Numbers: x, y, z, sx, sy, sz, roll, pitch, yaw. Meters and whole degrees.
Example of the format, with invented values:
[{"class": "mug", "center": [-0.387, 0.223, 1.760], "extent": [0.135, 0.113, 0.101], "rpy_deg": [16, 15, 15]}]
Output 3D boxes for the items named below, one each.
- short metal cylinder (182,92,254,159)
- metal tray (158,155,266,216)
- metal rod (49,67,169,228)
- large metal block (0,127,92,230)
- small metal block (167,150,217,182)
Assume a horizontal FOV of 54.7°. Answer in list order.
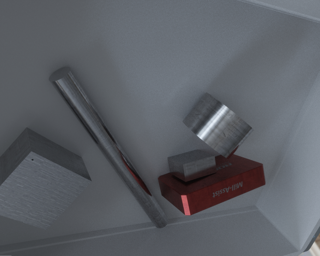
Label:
[{"class": "short metal cylinder", "center": [0.077, -0.003, 0.415], "extent": [0.080, 0.080, 0.050], "rpy_deg": [33, 100, -39]}, {"class": "metal tray", "center": [0.074, 0.077, 0.453], "extent": [0.131, 0.090, 0.030], "rpy_deg": [-16, 103, -20]}, {"class": "metal rod", "center": [-0.051, 0.048, 0.412], "extent": [0.025, 0.025, 0.299], "rpy_deg": [-33, 129, -7]}, {"class": "large metal block", "center": [-0.141, 0.059, 0.353], "extent": [0.080, 0.050, 0.080], "rpy_deg": [-47, 130, 5]}, {"class": "small metal block", "center": [0.046, 0.053, 0.449], "extent": [0.050, 0.050, 0.025], "rpy_deg": [-13, 101, -22]}]
